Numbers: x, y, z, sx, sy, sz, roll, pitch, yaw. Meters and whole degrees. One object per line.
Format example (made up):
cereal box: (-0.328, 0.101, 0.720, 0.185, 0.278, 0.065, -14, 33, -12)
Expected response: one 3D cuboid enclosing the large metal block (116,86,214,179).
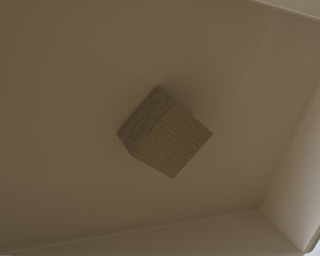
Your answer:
large metal block: (0.007, 0.007, 0.396, 0.080, 0.050, 0.080, -49, 129, 6)
